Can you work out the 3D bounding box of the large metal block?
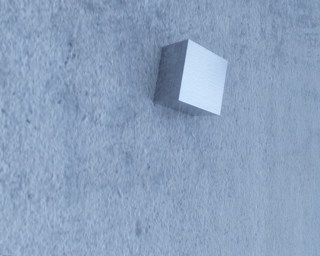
[{"bbox_3d":[0.043,-0.065,0.427,0.081,0.050,0.080,16,80,-39],"label":"large metal block"}]
